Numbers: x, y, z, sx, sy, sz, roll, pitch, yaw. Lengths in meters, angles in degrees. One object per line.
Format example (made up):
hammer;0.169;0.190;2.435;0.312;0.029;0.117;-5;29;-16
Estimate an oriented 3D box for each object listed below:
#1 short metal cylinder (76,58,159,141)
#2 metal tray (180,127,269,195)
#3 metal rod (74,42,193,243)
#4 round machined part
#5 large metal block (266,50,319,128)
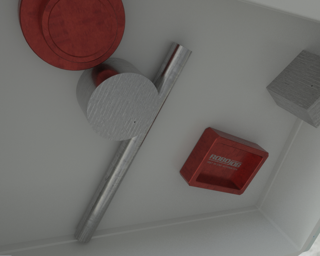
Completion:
short metal cylinder;-0.048;-0.033;0.347;0.081;0.050;0.079;-14;125;-21
metal tray;0.106;0.058;0.501;0.131;0.030;0.089;18;109;-36
metal rod;-0.042;0.030;0.405;0.025;0.025;0.298;17;109;-36
round machined part;-0.079;-0.101;0.293;0.099;0.042;0.097;-14;125;-21
large metal block;0.223;-0.060;0.461;0.080;0.080;0.050;-46;130;4
